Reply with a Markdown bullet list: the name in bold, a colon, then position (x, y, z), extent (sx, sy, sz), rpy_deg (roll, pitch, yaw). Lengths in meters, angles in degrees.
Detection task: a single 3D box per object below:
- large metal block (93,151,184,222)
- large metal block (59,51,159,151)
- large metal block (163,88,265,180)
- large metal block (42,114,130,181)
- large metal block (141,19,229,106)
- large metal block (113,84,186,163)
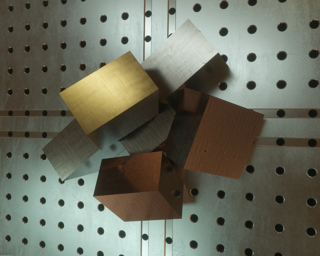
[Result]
- **large metal block**: position (-0.022, 0.076, 0.384), extent (0.080, 0.080, 0.050), rpy_deg (-9, 51, 20)
- **large metal block**: position (-0.049, -0.025, 0.334), extent (0.080, 0.080, 0.050), rpy_deg (-34, 78, -9)
- **large metal block**: position (0.060, 0.007, 0.355), extent (0.050, 0.081, 0.080), rpy_deg (31, 104, 59)
- **large metal block**: position (-0.092, 0.022, 0.415), extent (0.080, 0.080, 0.050), rpy_deg (-40, 78, 15)
- **large metal block**: position (0.030, -0.073, 0.373), extent (0.080, 0.080, 0.050), rpy_deg (-41, 78, 15)
- **large metal block**: position (-0.015, -0.011, 0.406), extent (0.080, 0.050, 0.080), rpy_deg (-41, 77, 15)
